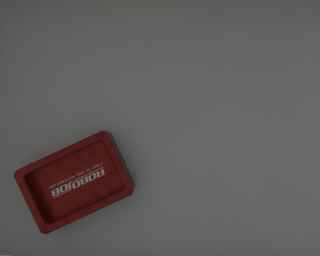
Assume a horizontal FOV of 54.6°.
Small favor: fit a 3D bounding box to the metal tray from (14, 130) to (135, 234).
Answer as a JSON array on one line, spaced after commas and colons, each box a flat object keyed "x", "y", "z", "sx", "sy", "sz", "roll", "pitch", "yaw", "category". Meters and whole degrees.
[{"x": -0.109, "y": 0.069, "z": 0.408, "sx": 0.130, "sy": 0.030, "sz": 0.090, "roll": -25, "pitch": 90, "yaw": 0, "category": "metal tray"}]
